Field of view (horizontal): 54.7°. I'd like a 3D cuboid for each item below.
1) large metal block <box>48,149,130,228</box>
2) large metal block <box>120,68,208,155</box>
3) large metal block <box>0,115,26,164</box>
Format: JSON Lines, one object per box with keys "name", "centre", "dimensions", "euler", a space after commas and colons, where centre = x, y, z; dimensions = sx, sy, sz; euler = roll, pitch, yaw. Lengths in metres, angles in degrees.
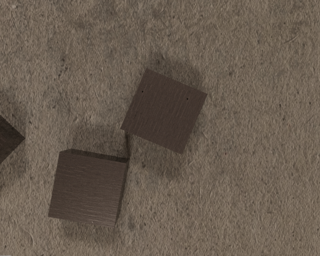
{"name": "large metal block", "centre": [-0.088, 0.074, 0.396], "dimensions": [0.080, 0.050, 0.080], "euler": [10, 90, -1]}
{"name": "large metal block", "centre": [0.005, -0.020, 0.398], "dimensions": [0.080, 0.050, 0.080], "euler": [23, 90, -1]}
{"name": "large metal block", "centre": [-0.239, 0.015, 0.394], "dimensions": [0.080, 0.050, 0.080], "euler": [44, 90, -1]}
